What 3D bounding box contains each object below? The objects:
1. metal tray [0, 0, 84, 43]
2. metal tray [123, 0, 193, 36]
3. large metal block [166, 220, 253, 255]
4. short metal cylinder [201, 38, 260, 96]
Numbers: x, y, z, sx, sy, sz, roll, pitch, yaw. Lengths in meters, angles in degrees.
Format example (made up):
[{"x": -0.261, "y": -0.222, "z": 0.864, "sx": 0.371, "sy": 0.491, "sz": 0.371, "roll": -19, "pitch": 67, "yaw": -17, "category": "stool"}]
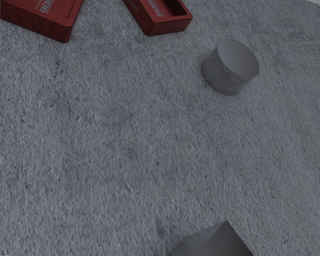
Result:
[{"x": -0.154, "y": -0.187, "z": 0.431, "sx": 0.091, "sy": 0.030, "sz": 0.130, "roll": 19, "pitch": 54, "yaw": -17, "category": "metal tray"}, {"x": -0.014, "y": -0.220, "z": 0.526, "sx": 0.091, "sy": 0.030, "sz": 0.130, "roll": -21, "pitch": 73, "yaw": -36, "category": "metal tray"}, {"x": 0.035, "y": 0.143, "z": 0.300, "sx": 0.081, "sy": 0.080, "sz": 0.050, "roll": -30, "pitch": 79, "yaw": -38, "category": "large metal block"}, {"x": 0.115, "y": -0.100, "z": 0.511, "sx": 0.081, "sy": 0.050, "sz": 0.080, "roll": 14, "pitch": 56, "yaw": -21, "category": "short metal cylinder"}]
